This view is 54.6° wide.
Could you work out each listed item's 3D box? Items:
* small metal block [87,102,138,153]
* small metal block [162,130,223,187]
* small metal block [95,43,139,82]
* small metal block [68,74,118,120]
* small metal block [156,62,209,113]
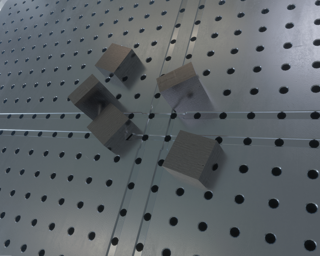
[{"bbox_3d":[-0.069,-0.001,0.447,0.050,0.025,0.050,-47,51,-5],"label":"small metal block"},{"bbox_3d":[0.038,0.035,0.367,0.050,0.025,0.050,17,70,34],"label":"small metal block"},{"bbox_3d":[-0.071,-0.109,0.514,0.050,0.025,0.050,26,76,37],"label":"small metal block"},{"bbox_3d":[-0.102,-0.046,0.475,0.050,0.050,0.025,-44,51,-2],"label":"small metal block"},{"bbox_3d":[0.030,-0.052,0.409,0.050,0.050,0.025,-24,53,14],"label":"small metal block"}]
